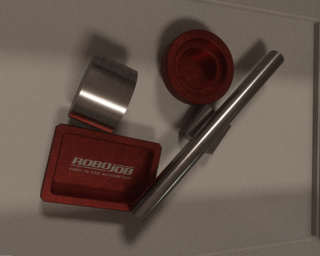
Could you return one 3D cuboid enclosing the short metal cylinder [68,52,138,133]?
[{"bbox_3d":[-0.066,-0.041,0.357,0.050,0.080,0.080,24,82,-19],"label":"short metal cylinder"}]

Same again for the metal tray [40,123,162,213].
[{"bbox_3d":[-0.070,0.051,0.382,0.131,0.030,0.090,13,86,-20],"label":"metal tray"}]

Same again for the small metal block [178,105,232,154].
[{"bbox_3d":[0.063,0.001,0.435,0.050,0.025,0.050,40,77,-16],"label":"small metal block"}]

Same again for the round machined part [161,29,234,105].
[{"bbox_3d":[0.047,-0.079,0.420,0.099,0.042,0.097,0,90,-20],"label":"round machined part"}]

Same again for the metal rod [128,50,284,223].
[{"bbox_3d":[0.071,0.001,0.410,0.301,0.025,0.025,-46,105,-17],"label":"metal rod"}]
